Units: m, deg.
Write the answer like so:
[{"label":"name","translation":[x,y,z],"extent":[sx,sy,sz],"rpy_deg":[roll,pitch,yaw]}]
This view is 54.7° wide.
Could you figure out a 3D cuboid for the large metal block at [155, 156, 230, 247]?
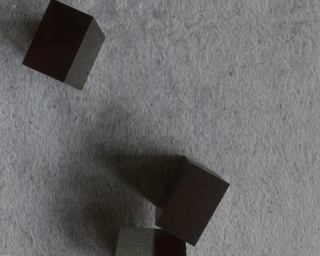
[{"label":"large metal block","translation":[0.036,0.085,0.383],"extent":[0.050,0.080,0.080],"rpy_deg":[30,90,-1]}]

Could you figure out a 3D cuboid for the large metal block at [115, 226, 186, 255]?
[{"label":"large metal block","translation":[-0.012,0.171,0.382],"extent":[0.081,0.050,0.079],"rpy_deg":[4,118,-1]}]

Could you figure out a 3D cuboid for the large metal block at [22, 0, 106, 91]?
[{"label":"large metal block","translation":[-0.113,-0.097,0.381],"extent":[0.050,0.080,0.080],"rpy_deg":[24,90,-1]}]
